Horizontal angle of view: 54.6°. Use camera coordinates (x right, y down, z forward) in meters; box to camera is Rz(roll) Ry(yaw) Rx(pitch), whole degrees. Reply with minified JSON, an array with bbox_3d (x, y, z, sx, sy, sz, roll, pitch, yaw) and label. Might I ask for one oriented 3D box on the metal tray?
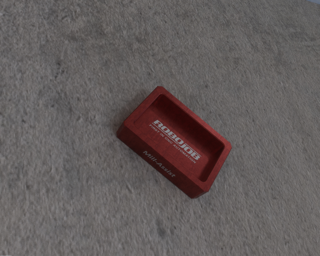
[{"bbox_3d":[0.021,0.016,0.401,0.130,0.030,0.090,40,51,-1],"label":"metal tray"}]
